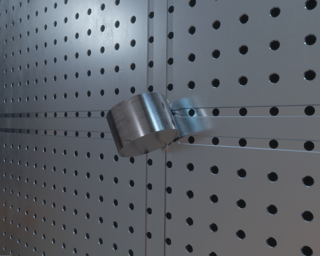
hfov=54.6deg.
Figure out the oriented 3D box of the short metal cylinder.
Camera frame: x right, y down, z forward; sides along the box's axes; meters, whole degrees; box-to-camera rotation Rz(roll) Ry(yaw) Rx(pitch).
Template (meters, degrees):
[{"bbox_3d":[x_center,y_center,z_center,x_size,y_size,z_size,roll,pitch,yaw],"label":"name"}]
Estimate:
[{"bbox_3d":[-0.021,-0.002,0.391,0.080,0.081,0.050,-35,68,35],"label":"short metal cylinder"}]
